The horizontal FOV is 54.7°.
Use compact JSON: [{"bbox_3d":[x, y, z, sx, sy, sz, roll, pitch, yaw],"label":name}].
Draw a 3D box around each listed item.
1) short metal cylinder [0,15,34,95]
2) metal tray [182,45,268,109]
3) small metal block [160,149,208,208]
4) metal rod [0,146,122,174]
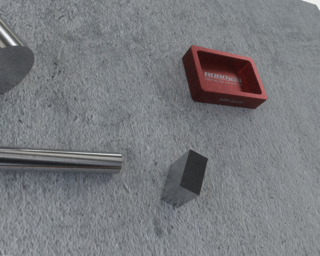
[{"bbox_3d":[-0.180,-0.073,0.317,0.050,0.080,0.080,48,51,5],"label":"short metal cylinder"},{"bbox_3d":[0.107,-0.082,0.510,0.131,0.030,0.090,4,60,-27],"label":"metal tray"},{"bbox_3d":[0.028,0.061,0.368,0.025,0.050,0.050,29,52,-11],"label":"small metal block"},{"bbox_3d":[-0.183,0.027,0.288,0.302,0.025,0.025,5,59,-26],"label":"metal rod"}]
